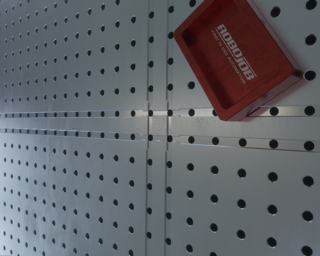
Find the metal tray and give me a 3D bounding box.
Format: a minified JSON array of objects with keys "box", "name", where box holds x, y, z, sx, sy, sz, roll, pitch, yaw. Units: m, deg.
[{"box":[0.079,-0.083,0.341,0.090,0.030,0.130,-39,66,33],"name":"metal tray"}]
